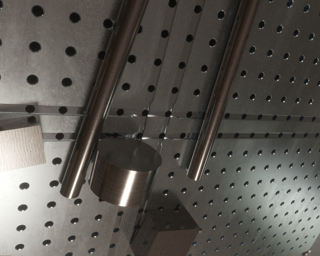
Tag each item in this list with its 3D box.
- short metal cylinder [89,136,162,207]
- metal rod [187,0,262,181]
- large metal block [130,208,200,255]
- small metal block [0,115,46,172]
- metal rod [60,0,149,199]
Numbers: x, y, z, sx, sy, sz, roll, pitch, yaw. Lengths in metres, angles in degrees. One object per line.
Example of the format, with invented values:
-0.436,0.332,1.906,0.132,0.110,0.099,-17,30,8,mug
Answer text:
-0.043,0.051,0.385,0.081,0.080,0.050,4,116,-31,short metal cylinder
0.087,-0.055,0.426,0.025,0.025,0.298,-1,119,-29,metal rod
0.007,0.181,0.513,0.081,0.050,0.079,8,114,-33,large metal block
-0.155,0.017,0.337,0.050,0.025,0.050,-10,123,-23,small metal block
-0.061,-0.046,0.350,0.025,0.025,0.298,10,113,-33,metal rod
